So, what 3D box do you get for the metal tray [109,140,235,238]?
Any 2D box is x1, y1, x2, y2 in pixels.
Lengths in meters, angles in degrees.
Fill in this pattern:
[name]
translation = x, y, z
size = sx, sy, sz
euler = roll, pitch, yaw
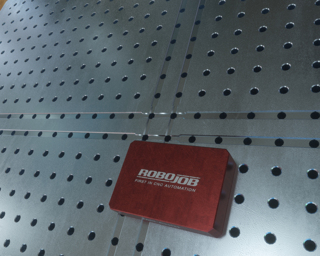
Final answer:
[metal tray]
translation = 0.013, 0.065, 0.359
size = 0.130, 0.030, 0.090
euler = 4, 63, 30
